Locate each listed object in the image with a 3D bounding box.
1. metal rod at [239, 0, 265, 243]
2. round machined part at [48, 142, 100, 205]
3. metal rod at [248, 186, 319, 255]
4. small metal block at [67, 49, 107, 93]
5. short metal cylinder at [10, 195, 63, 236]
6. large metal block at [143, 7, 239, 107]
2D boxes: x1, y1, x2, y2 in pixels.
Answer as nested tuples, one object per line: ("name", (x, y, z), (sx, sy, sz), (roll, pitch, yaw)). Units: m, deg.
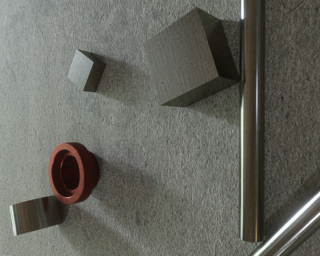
("metal rod", (0.096, -0.034, 0.324), (0.025, 0.025, 0.298), (0, 90, 39))
("round machined part", (-0.136, 0.071, 0.503), (0.098, 0.042, 0.097), (0, 90, 39))
("metal rod", (0.111, 0.127, 0.312), (0.025, 0.025, 0.298), (47, 118, 29))
("small metal block", (-0.119, -0.092, 0.500), (0.050, 0.025, 0.050), (39, 114, 32))
("short metal cylinder", (-0.216, 0.153, 0.544), (0.080, 0.081, 0.050), (-24, 75, 37))
("large metal block", (0.035, -0.076, 0.358), (0.080, 0.050, 0.080), (-24, 75, 37))
